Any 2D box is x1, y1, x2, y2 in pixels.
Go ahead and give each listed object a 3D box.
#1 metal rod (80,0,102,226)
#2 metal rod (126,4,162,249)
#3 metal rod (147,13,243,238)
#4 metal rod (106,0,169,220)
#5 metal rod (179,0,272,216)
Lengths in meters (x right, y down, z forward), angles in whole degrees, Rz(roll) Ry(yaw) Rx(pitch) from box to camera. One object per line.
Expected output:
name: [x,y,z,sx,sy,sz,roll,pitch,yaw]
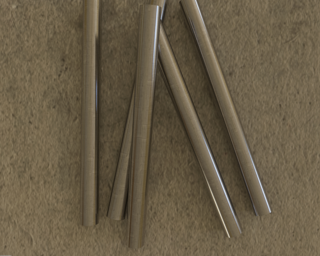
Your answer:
metal rod: [-0.091,-0.024,0.408,0.025,0.025,0.298,1,90,-1]
metal rod: [-0.022,0.007,0.382,0.025,0.025,0.298,4,101,-1]
metal rod: [0.042,0.001,0.397,0.025,0.025,0.299,-22,96,0]
metal rod: [-0.029,-0.029,0.409,0.025,0.025,0.298,11,90,-1]
metal rod: [0.087,-0.029,0.411,0.025,0.025,0.298,-20,90,0]
